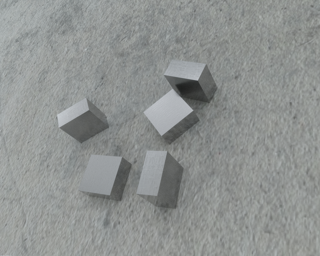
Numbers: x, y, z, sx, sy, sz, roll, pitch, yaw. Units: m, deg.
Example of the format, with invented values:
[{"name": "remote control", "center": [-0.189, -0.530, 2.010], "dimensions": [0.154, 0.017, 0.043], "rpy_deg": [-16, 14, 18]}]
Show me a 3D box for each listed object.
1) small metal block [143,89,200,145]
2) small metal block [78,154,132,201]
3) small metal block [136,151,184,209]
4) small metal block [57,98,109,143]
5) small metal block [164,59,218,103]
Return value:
[{"name": "small metal block", "center": [0.015, -0.015, 0.405], "dimensions": [0.050, 0.025, 0.050], "rpy_deg": [-39, 51, 1]}, {"name": "small metal block", "center": [-0.070, 0.064, 0.400], "dimensions": [0.050, 0.025, 0.050], "rpy_deg": [1, 62, 28]}, {"name": "small metal block", "center": [0.002, 0.059, 0.350], "dimensions": [0.025, 0.050, 0.050], "rpy_deg": [-1, 61, 28]}, {"name": "small metal block", "center": [-0.111, -0.010, 0.450], "dimensions": [0.050, 0.050, 0.025], "rpy_deg": [-29, 52, 9]}, {"name": "small metal block", "center": [0.041, -0.061, 0.403], "dimensions": [0.050, 0.050, 0.025], "rpy_deg": [16, 70, 34]}]
